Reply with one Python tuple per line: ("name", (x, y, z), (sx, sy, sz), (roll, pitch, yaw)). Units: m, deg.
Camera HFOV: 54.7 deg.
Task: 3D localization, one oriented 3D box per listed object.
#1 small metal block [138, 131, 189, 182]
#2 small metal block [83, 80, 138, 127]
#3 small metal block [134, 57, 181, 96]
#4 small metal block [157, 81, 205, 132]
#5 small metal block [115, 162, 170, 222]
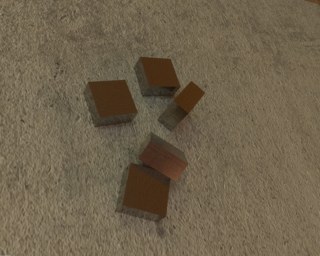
("small metal block", (0.003, 0.032, 0.368), (0.050, 0.025, 0.050), (32, 8, -7))
("small metal block", (-0.062, -0.032, 0.389), (0.050, 0.025, 0.050), (-9, 66, -32))
("small metal block", (-0.004, -0.073, 0.446), (0.050, 0.025, 0.050), (-3, 63, -30))
("small metal block", (0.029, -0.029, 0.421), (0.025, 0.050, 0.050), (41, 51, 0))
("small metal block", (-0.018, 0.073, 0.349), (0.050, 0.025, 0.050), (20, 54, -17))
